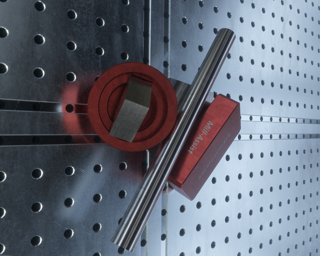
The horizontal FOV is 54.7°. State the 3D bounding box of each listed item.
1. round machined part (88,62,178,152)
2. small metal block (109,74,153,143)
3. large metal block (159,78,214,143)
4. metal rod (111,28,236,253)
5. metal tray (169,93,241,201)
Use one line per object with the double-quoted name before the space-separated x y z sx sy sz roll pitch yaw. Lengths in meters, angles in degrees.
"round machined part" -0.033 -0.023 0.355 0.099 0.042 0.097 -1 93 -15
"small metal block" -0.031 -0.022 0.332 0.025 0.050 0.050 21 37 -13
"large metal block" 0.022 -0.015 0.413 0.081 0.050 0.080 12 83 -40
"metal rod" 0.026 -0.003 0.368 0.025 0.025 0.300 42 64 -32
"metal tray" 0.061 0.029 0.415 0.130 0.030 0.090 -53 154 -11
